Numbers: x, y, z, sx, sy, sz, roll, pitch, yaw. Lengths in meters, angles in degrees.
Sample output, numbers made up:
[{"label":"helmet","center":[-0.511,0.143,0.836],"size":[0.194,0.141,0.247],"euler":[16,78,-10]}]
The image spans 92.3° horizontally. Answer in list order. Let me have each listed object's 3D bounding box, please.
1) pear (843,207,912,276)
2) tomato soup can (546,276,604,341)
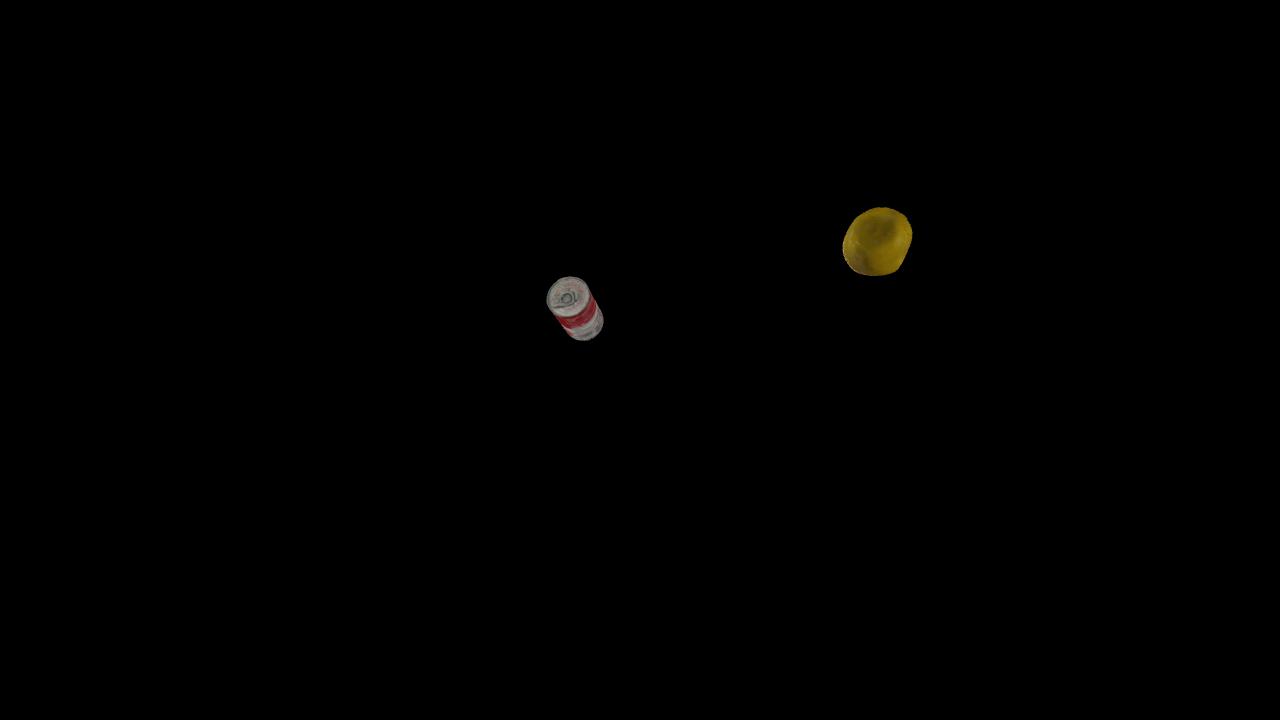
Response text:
[{"label":"pear","center":[0.286,-0.128,0.732],"size":[0.080,0.080,0.111],"euler":[0,-22,30]},{"label":"tomato soup can","center":[-0.098,-0.078,0.962],"size":[0.068,0.068,0.101],"euler":[0,-19,10]}]
